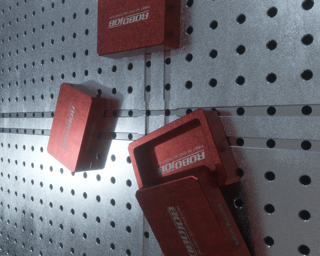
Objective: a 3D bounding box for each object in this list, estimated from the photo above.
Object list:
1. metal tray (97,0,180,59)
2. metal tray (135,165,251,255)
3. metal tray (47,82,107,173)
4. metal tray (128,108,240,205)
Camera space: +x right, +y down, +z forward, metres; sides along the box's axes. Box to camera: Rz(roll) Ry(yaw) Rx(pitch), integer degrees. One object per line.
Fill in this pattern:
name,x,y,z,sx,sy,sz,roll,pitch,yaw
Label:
metal tray,-0.034,-0.150,0.432,0.130,0.030,0.089,2,91,39
metal tray,0.038,0.114,0.348,0.090,0.030,0.129,-24,93,36
metal tray,-0.143,-0.002,0.521,0.090,0.030,0.129,27,107,36
metal tray,0.023,0.041,0.385,0.130,0.030,0.090,-27,73,36
